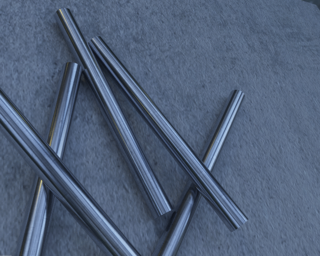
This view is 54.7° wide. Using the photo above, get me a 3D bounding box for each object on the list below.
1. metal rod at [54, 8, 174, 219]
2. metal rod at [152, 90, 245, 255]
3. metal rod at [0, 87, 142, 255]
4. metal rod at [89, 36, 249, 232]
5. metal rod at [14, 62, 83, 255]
[{"bbox_3d":[-0.065,-0.030,0.388,0.025,0.025,0.299,-17,71,-35],"label":"metal rod"},{"bbox_3d":[0.063,0.046,0.411,0.025,0.025,0.301,37,51,-4],"label":"metal rod"},{"bbox_3d":[-0.086,0.059,0.293,0.300,0.025,0.025,51,51,-4],"label":"metal rod"},{"bbox_3d":[0.000,-0.004,0.386,0.025,0.025,0.300,-26,69,-37],"label":"metal rod"},{"bbox_3d":[-0.113,0.053,0.311,0.025,0.025,0.299,15,56,-20],"label":"metal rod"}]
